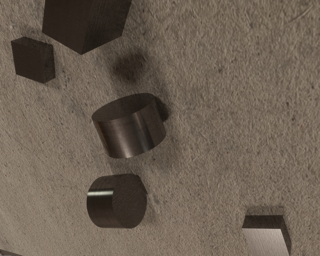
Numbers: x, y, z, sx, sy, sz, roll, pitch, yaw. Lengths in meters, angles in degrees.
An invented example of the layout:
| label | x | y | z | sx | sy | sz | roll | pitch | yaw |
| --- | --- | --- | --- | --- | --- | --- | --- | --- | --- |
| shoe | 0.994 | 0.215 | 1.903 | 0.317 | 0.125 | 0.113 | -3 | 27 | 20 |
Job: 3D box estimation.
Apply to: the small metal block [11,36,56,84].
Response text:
| label | x | y | z | sx | sy | sz | roll | pitch | yaw |
| --- | --- | --- | --- | --- | --- | --- | --- | --- | --- |
| small metal block | -0.179 | -0.096 | 0.439 | 0.050 | 0.025 | 0.050 | 19 | 126 | 16 |

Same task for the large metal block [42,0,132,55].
| label | x | y | z | sx | sy | sz | roll | pitch | yaw |
| --- | --- | --- | --- | --- | --- | --- | --- | --- | --- |
| large metal block | -0.071 | -0.134 | 0.324 | 0.050 | 0.080 | 0.079 | 31 | 128 | 8 |

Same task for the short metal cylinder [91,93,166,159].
| label | x | y | z | sx | sy | sz | roll | pitch | yaw |
| --- | --- | --- | --- | --- | --- | --- | --- | --- | --- |
| short metal cylinder | -0.038 | -0.005 | 0.387 | 0.080 | 0.080 | 0.050 | -5 | 116 | 30 |

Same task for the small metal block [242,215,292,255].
| label | x | y | z | sx | sy | sz | roll | pitch | yaw |
| --- | --- | --- | --- | --- | --- | --- | --- | --- | --- |
| small metal block | 0.145 | 0.146 | 0.420 | 0.050 | 0.025 | 0.050 | -11 | 113 | 32 |

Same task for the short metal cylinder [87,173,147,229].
| label | x | y | z | sx | sy | sz | roll | pitch | yaw |
| --- | --- | --- | --- | --- | --- | --- | --- | --- | --- |
| short metal cylinder | -0.064 | 0.111 | 0.472 | 0.050 | 0.080 | 0.080 | -11 | 113 | 32 |
